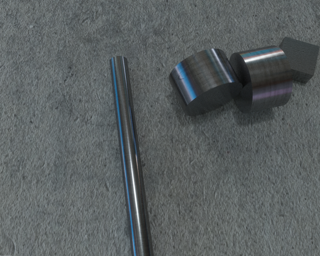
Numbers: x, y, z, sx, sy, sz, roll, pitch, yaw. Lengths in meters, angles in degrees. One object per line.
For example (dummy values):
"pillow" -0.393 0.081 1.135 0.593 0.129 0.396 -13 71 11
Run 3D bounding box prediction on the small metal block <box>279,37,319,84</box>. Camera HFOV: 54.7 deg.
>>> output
"small metal block" 0.195 -0.098 0.446 0.050 0.025 0.050 18 71 6

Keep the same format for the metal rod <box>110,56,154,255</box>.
"metal rod" -0.037 0.043 0.391 0.025 0.025 0.299 -8 70 -3

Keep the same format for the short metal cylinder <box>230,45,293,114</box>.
"short metal cylinder" 0.127 -0.063 0.404 0.050 0.080 0.080 -12 71 -5

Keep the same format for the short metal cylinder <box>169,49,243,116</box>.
"short metal cylinder" 0.058 -0.057 0.401 0.080 0.080 0.050 -21 72 -8
